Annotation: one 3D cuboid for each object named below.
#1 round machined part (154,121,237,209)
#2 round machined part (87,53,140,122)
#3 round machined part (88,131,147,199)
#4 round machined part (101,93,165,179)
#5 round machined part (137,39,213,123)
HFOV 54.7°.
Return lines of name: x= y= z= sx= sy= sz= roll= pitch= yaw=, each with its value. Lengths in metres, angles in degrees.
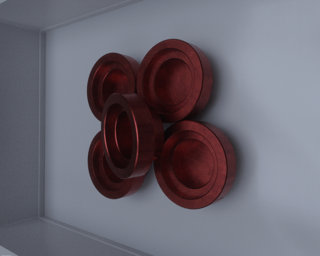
round machined part: x=0.043 y=0.040 z=0.356 sx=0.098 sy=0.042 sz=0.097 roll=0 pitch=90 yaw=39
round machined part: x=-0.056 y=-0.054 z=0.437 sx=0.098 sy=0.042 sz=0.097 roll=0 pitch=90 yaw=39
round machined part: x=-0.054 y=0.048 z=0.436 sx=0.098 sy=0.042 sz=0.097 roll=0 pitch=90 yaw=39
round machined part: x=-0.030 y=0.007 z=0.361 sx=0.098 sy=0.042 sz=0.097 roll=14 pitch=106 yaw=56
round machined part: x=0.021 y=-0.054 z=0.374 sx=0.098 sy=0.042 sz=0.097 roll=0 pitch=90 yaw=39
